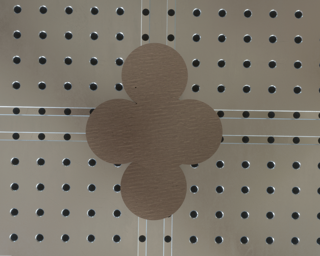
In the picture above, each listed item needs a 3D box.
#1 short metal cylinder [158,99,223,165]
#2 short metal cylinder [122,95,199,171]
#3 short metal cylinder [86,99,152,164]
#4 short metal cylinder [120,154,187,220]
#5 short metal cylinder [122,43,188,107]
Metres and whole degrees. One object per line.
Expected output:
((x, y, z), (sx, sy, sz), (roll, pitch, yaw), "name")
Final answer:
((0.036, 0.005, 0.400), (0.081, 0.050, 0.079), (0, 90, 0), "short metal cylinder")
((0.001, 0.005, 0.350), (0.081, 0.050, 0.079), (0, 90, 0), "short metal cylinder")
((-0.050, 0.004, 0.400), (0.081, 0.050, 0.079), (0, 90, 0), "short metal cylinder")
((-0.008, 0.072, 0.400), (0.081, 0.050, 0.080), (0, 88, -1), "short metal cylinder")
((-0.007, -0.064, 0.400), (0.081, 0.050, 0.079), (0, 90, -1), "short metal cylinder")
